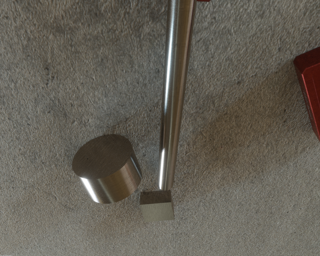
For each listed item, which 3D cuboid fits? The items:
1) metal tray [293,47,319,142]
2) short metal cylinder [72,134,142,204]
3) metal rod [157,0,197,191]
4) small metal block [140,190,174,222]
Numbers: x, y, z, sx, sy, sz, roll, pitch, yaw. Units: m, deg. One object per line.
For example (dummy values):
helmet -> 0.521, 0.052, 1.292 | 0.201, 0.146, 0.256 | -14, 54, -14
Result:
metal tray -> 0.223, -0.044, 0.369 | 0.090, 0.030, 0.130 | -23, 127, 17
short metal cylinder -> -0.069, 0.054, 0.416 | 0.080, 0.080, 0.050 | -10, 130, 7
metal rod -> 0.014, -0.016, 0.373 | 0.025, 0.025, 0.298 | 1, 137, -2
small metal block -> -0.004, 0.131, 0.519 | 0.050, 0.025, 0.050 | -6, 130, 4
